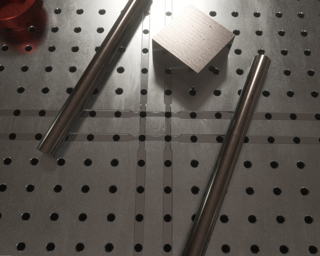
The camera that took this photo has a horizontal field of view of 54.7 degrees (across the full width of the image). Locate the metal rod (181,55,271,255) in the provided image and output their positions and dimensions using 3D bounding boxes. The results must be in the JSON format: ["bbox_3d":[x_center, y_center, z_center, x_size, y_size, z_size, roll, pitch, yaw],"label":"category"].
[{"bbox_3d":[0.090,0.031,0.401,0.025,0.025,0.300,22,71,7],"label":"metal rod"}]

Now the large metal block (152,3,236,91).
[{"bbox_3d":[0.046,-0.115,0.441,0.080,0.050,0.080,40,75,13],"label":"large metal block"}]

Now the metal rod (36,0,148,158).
[{"bbox_3d":[-0.085,-0.095,0.445,0.025,0.025,0.300,24,71,8],"label":"metal rod"}]

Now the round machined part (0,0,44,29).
[{"bbox_3d":[-0.226,-0.190,0.469,0.099,0.042,0.098,0,70,-1],"label":"round machined part"}]
